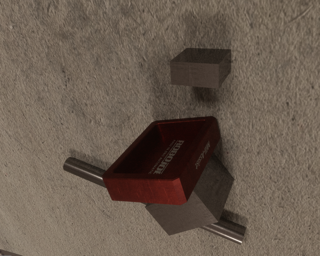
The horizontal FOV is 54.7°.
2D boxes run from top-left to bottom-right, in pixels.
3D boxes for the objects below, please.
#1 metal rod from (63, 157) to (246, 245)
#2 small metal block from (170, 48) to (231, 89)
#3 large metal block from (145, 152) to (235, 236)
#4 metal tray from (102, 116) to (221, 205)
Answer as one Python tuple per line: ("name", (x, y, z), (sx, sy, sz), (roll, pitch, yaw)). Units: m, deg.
("metal rod", (-0.019, 0.107, 0.481), (0.301, 0.025, 0.025), (19, 126, 16))
("small metal block", (0.044, -0.065, 0.327), (0.050, 0.050, 0.025), (8, 122, 23))
("large metal block", (0.040, 0.084, 0.401), (0.080, 0.080, 0.050), (-31, 101, 37))
("metal tray", (0.007, 0.031, 0.353), (0.090, 0.131, 0.030), (-4, 116, 30))
